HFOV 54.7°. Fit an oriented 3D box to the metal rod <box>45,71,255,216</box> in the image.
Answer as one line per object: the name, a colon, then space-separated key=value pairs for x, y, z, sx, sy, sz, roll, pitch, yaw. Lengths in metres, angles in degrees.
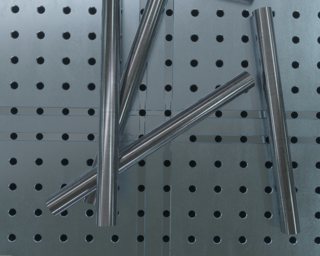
metal rod: x=-0.007 y=0.015 z=0.397 sx=0.301 sy=0.025 sz=0.025 roll=-33 pitch=90 yaw=-7

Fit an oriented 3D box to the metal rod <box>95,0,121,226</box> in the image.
metal rod: x=-0.062 y=-0.036 z=0.381 sx=0.025 sy=0.025 sz=0.299 roll=-1 pitch=78 yaw=-1

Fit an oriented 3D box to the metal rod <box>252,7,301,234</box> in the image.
metal rod: x=0.156 y=-0.010 z=0.415 sx=0.025 sy=0.025 sz=0.298 roll=-8 pitch=90 yaw=0

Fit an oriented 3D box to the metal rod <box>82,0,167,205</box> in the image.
metal rod: x=-0.046 y=-0.044 z=0.412 sx=0.025 sy=0.025 sz=0.298 roll=18 pitch=90 yaw=-1
